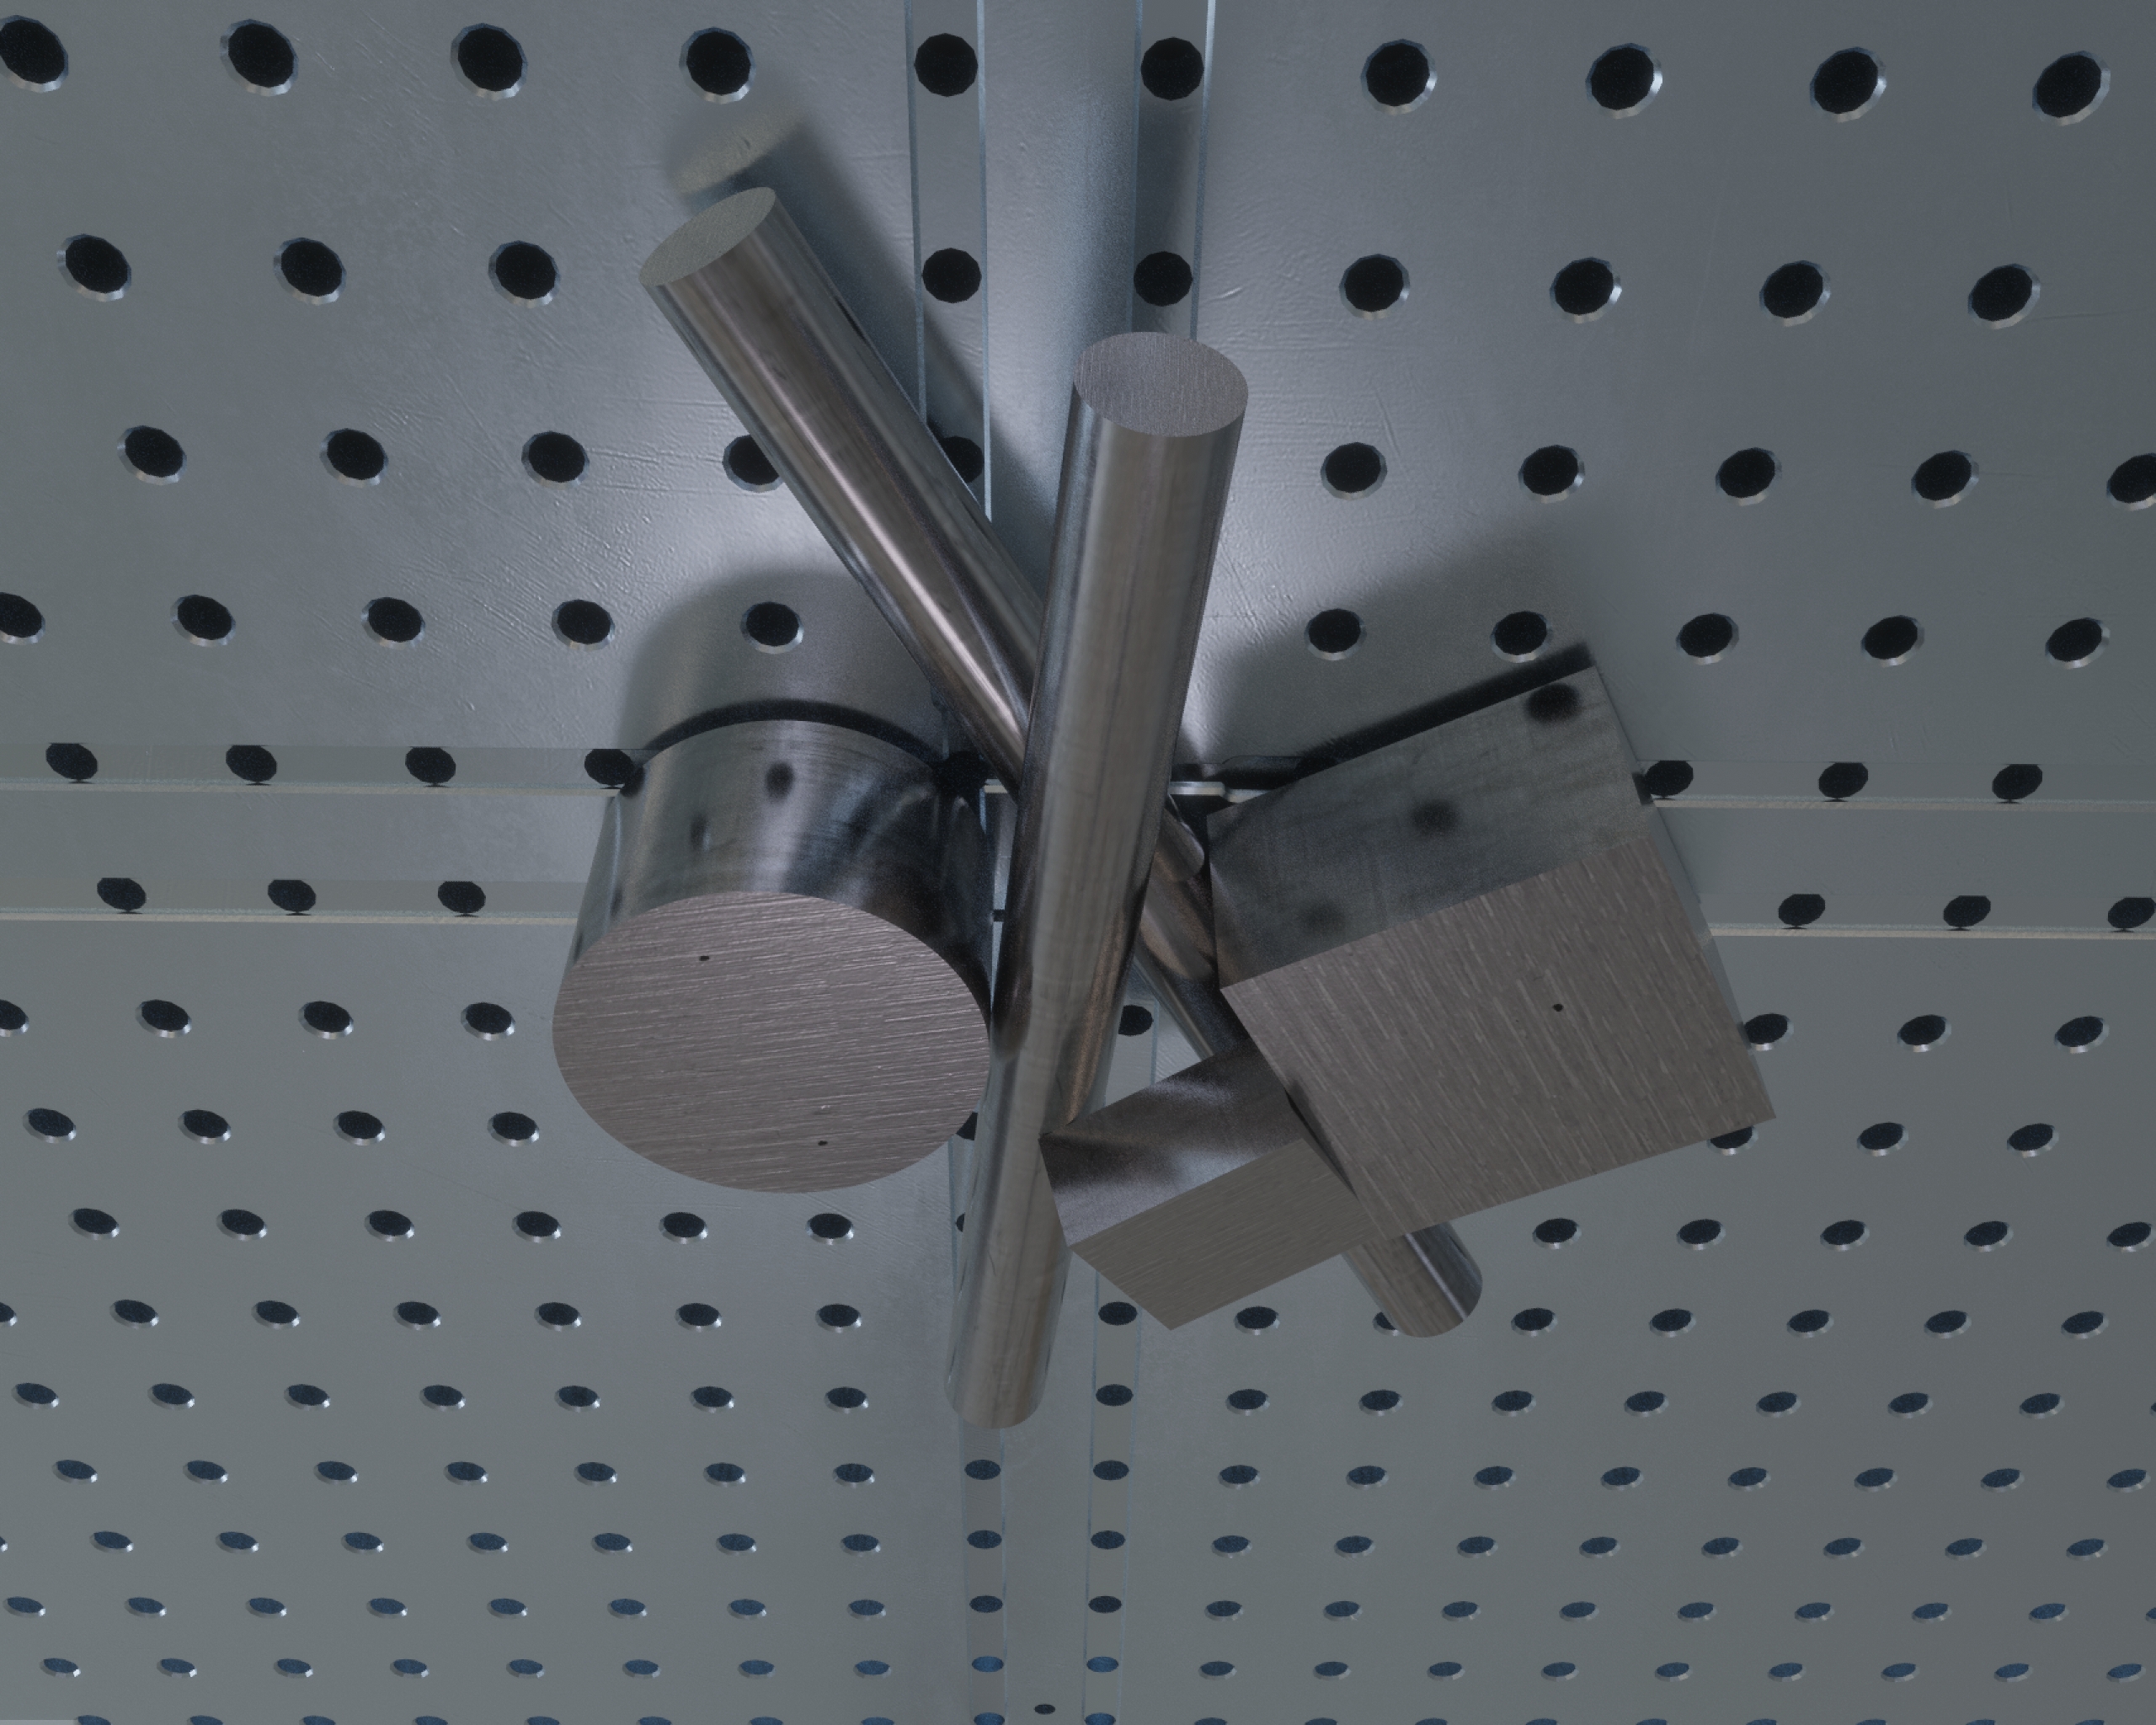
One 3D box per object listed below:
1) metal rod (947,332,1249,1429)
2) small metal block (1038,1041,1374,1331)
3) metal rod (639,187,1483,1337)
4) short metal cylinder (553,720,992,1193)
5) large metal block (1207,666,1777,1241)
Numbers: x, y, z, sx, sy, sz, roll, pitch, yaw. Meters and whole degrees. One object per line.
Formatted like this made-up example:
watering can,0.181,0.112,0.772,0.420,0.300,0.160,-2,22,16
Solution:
metal rod,-0.004,0.030,0.407,0.025,0.025,0.298,5,138,-4
small metal block,0.028,0.065,0.421,0.050,0.025,0.050,-27,141,11
metal rod,0.013,0.003,0.409,0.025,0.025,0.300,-22,127,18
short metal cylinder,-0.057,0.019,0.406,0.081,0.050,0.079,-1,130,-1
large metal block,0.080,0.020,0.407,0.080,0.050,0.080,-21,127,17
